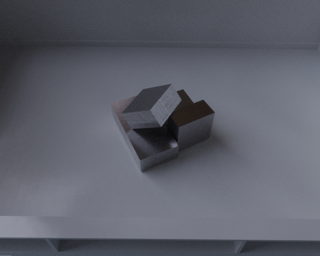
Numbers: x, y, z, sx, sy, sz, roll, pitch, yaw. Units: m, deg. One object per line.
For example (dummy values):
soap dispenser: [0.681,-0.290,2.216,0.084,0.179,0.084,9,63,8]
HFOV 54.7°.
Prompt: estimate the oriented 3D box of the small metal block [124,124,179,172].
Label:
small metal block: [-0.011,0.020,0.386,0.050,0.025,0.050,-20,53,-16]

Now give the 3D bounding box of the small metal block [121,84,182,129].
small metal block: [-0.010,-0.026,0.376,0.050,0.025,0.050,-4,39,44]

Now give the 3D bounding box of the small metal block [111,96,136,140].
small metal block: [-0.032,-0.015,0.415,0.050,0.025,0.050,-20,53,-16]

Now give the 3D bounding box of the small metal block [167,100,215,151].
small metal block: [0.037,-0.002,0.389,0.050,0.050,0.025,-22,54,-19]

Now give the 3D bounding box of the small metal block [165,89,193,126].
small metal block: [0.020,-0.021,0.421,0.050,0.025,0.050,-20,53,-16]
